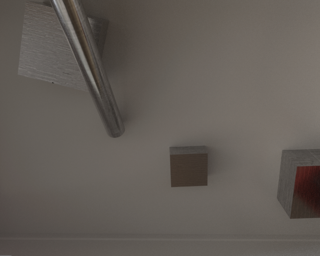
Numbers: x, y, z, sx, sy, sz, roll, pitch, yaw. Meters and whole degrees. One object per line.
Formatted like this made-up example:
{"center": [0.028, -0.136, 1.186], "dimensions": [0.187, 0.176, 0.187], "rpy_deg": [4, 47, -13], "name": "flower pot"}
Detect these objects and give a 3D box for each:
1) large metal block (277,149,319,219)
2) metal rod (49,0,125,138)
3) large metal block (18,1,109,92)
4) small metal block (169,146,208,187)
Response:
{"center": [0.215, 0.076, 0.429], "dimensions": [0.081, 0.050, 0.079], "rpy_deg": [-2, 110, 0], "name": "large metal block"}
{"center": [-0.075, -0.083, 0.294], "dimensions": [0.025, 0.025, 0.299], "rpy_deg": [-7, 144, 2], "name": "metal rod"}
{"center": [-0.110, -0.095, 0.361], "dimensions": [0.081, 0.050, 0.079], "rpy_deg": [14, 109, -6], "name": "large metal block"}
{"center": [0.039, 0.053, 0.432], "dimensions": [0.050, 0.025, 0.050], "rpy_deg": [-3, 110, 0], "name": "small metal block"}
